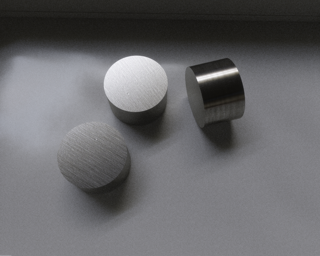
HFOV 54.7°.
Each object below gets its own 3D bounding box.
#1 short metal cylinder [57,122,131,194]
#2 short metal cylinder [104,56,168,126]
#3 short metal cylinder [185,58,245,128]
[{"bbox_3d":[-0.078,0.038,0.381,0.081,0.050,0.080,0,70,0],"label":"short metal cylinder"},{"bbox_3d":[-0.031,-0.049,0.414,0.081,0.050,0.080,0,70,0],"label":"short metal cylinder"},{"bbox_3d":[0.068,-0.045,0.398,0.050,0.080,0.080,-14,71,-5],"label":"short metal cylinder"}]
